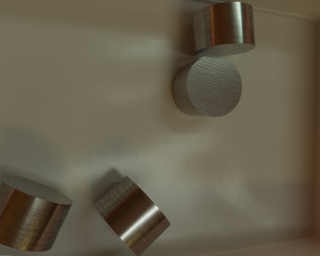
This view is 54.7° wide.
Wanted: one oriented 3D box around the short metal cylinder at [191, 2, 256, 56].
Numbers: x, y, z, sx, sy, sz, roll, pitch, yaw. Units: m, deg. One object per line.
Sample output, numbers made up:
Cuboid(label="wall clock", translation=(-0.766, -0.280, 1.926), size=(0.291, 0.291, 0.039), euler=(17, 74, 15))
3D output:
Cuboid(label="short metal cylinder", translation=(0.084, -0.128, 0.412), size=(0.081, 0.080, 0.050), euler=(-5, 92, -20))

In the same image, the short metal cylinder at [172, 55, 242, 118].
Cuboid(label="short metal cylinder", translation=(0.062, -0.054, 0.420), size=(0.081, 0.050, 0.080), euler=(0, 90, -20))

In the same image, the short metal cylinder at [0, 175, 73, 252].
Cuboid(label="short metal cylinder", translation=(-0.141, 0.089, 0.329), size=(0.080, 0.080, 0.050), euler=(26, 82, -18))

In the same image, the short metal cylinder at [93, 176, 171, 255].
Cuboid(label="short metal cylinder", translation=(-0.033, 0.104, 0.369), size=(0.050, 0.080, 0.080), euler=(-42, 103, -15))
